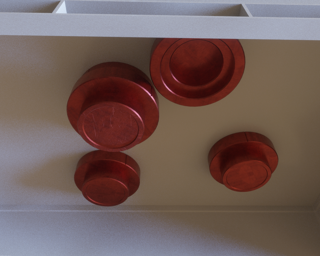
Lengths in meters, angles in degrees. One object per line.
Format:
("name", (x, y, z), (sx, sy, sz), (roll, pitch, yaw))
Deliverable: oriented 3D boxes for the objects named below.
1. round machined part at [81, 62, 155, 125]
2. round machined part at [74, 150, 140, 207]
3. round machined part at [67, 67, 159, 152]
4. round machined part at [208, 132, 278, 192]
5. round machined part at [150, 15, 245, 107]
("round machined part", (-0.054, -0.027, 0.374), (0.099, 0.042, 0.097), (0, 130, 0))
("round machined part", (-0.080, 0.081, 0.466), (0.099, 0.042, 0.097), (-1, 130, 0))
("round machined part", (-0.050, -0.012, 0.332), (0.099, 0.042, 0.097), (0, 130, 0))
("round machined part", (0.121, 0.055, 0.447), (0.099, 0.042, 0.097), (-1, 130, 0))
("round machined part", (0.038, -0.074, 0.335), (0.099, 0.042, 0.097), (-1, 130, 0))
